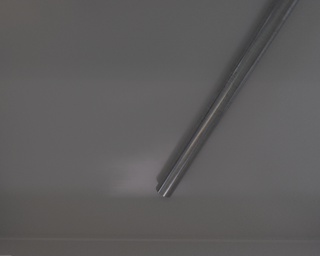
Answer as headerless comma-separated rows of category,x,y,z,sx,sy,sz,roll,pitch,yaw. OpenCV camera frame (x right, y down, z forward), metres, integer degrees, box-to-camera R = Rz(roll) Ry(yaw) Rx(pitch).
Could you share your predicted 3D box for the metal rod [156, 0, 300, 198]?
metal rod,0.077,-0.032,0.400,0.025,0.025,0.299,27,108,-10
